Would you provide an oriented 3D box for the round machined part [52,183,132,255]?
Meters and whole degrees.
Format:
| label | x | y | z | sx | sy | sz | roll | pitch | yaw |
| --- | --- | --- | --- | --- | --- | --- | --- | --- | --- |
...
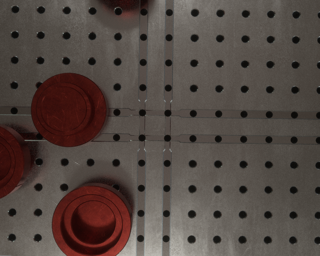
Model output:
| label | x | y | z | sx | sy | sz | roll | pitch | yaw |
| --- | --- | --- | --- | --- | --- | --- | --- | --- | --- |
| round machined part | -0.085 | 0.120 | 0.404 | 0.099 | 0.042 | 0.097 | 0 | 90 | -1 |

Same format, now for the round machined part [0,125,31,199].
| label | x | y | z | sx | sy | sz | roll | pitch | yaw |
| --- | --- | --- | --- | --- | --- | --- | --- | --- | --- |
| round machined part | -0.217 | 0.043 | 0.402 | 0.099 | 0.042 | 0.097 | 0 | 90 | -1 |

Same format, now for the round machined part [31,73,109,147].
| label | x | y | z | sx | sy | sz | roll | pitch | yaw |
| --- | --- | --- | --- | --- | --- | --- | --- | --- | --- |
| round machined part | -0.119 | -0.023 | 0.403 | 0.099 | 0.042 | 0.097 | 0 | 90 | -1 |
